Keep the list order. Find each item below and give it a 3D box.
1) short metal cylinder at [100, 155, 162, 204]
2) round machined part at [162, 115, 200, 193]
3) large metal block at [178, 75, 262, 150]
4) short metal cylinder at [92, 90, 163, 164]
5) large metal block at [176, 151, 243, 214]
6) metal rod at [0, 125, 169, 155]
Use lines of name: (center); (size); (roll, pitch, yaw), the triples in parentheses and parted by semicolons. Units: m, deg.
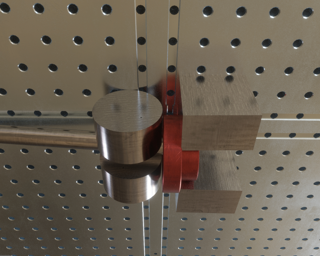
short metal cylinder: (-0.038, 0.055, 0.421); (0.081, 0.080, 0.050); (1, 131, -1)
round machined part: (0.024, 0.032, 0.391); (0.042, 0.098, 0.097); (1, 130, -1)
large metal block: (0.064, -0.020, 0.360); (0.081, 0.080, 0.050); (0, 130, 0)
short metal cylinder: (-0.038, -0.003, 0.373); (0.081, 0.080, 0.050); (1, 131, -1)
large metal block: (0.063, 0.071, 0.438); (0.081, 0.080, 0.050); (2, 130, -2)
metal rod: (-0.121, 0.014, 0.407); (0.302, 0.025, 0.025); (4, 130, 1)
